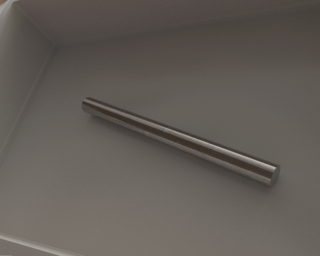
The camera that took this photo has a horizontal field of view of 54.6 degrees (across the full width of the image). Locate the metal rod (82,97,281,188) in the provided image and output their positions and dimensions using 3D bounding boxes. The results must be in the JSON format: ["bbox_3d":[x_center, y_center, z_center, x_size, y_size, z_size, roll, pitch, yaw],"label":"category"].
[{"bbox_3d":[0.002,0.006,0.400,0.300,0.025,0.025,20,73,35],"label":"metal rod"}]
